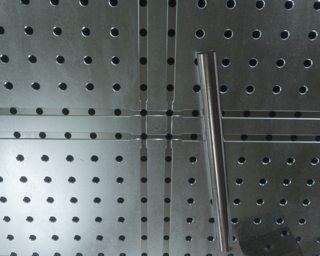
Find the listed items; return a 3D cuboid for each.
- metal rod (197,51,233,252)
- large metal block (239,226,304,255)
[{"bbox_3d":[0.079,0.046,0.430,0.025,0.025,0.298,-8,110,3],"label":"metal rod"},{"bbox_3d":[0.180,0.211,0.480,0.080,0.050,0.080,-24,109,8],"label":"large metal block"}]
